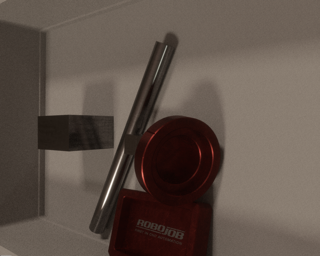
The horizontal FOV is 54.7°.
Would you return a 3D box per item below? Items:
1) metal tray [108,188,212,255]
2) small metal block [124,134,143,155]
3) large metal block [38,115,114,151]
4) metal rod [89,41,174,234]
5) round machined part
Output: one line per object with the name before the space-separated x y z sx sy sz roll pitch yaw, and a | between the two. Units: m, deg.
metal tray | -0.004 0.130 0.390 0.130 0.030 0.090 1 76 39
small metal block | -0.010 0.022 0.397 0.050 0.050 0.025 5 93 39
large metal block | -0.128 0.007 0.474 0.080 0.081 0.050 0 90 39
metal rod | -0.046 0.025 0.442 0.025 0.025 0.298 34 110 34
round machined part | 0.016 0.034 0.350 0.042 0.099 0.097 17 102 62
